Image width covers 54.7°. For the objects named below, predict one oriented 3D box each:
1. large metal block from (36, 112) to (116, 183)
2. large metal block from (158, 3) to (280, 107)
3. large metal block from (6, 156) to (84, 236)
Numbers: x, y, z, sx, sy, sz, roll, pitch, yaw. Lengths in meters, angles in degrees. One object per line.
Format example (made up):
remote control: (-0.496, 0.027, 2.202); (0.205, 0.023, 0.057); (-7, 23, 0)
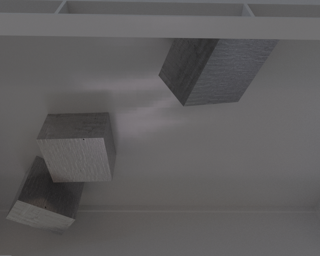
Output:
large metal block: (-0.106, 0.027, 0.414); (0.080, 0.050, 0.079); (-2, 130, 1)
large metal block: (0.057, -0.070, 0.311); (0.081, 0.050, 0.079); (-7, 139, -36)
large metal block: (-0.164, 0.099, 0.456); (0.080, 0.080, 0.050); (27, 125, -22)
